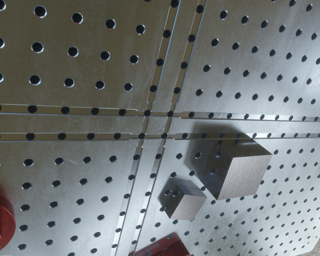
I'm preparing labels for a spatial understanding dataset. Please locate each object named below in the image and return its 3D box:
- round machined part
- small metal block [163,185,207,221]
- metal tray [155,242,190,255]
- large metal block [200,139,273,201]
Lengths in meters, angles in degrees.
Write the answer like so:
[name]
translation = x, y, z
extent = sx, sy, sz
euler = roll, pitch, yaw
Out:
[round machined part]
translation = -0.220, 0.122, 0.356
extent = 0.099, 0.042, 0.097
euler = -14, 124, -21
[small metal block]
translation = 0.042, 0.124, 0.510
extent = 0.050, 0.025, 0.050
euler = 17, 110, -35
[metal tray]
translation = -0.002, 0.278, 0.578
extent = 0.131, 0.030, 0.090
euler = -24, 127, -14
[large metal block]
translation = 0.122, 0.065, 0.502
extent = 0.081, 0.050, 0.079
euler = -1, 119, -28
